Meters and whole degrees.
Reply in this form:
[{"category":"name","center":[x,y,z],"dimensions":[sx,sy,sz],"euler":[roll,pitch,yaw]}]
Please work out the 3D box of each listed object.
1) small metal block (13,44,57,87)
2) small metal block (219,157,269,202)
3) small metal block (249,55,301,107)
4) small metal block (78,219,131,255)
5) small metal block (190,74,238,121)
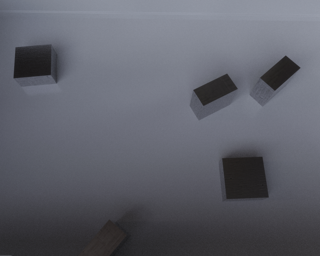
[{"category":"small metal block","center":[-0.176,-0.089,0.441],"dimensions":[0.050,0.025,0.050],"euler":[-6,70,-2]},{"category":"small metal block","center":[0.103,0.064,0.387],"dimensions":[0.050,0.025,0.050],"euler":[-2,70,-1]},{"category":"small metal block","center":[0.154,-0.062,0.420],"dimensions":[0.050,0.050,0.025],"euler":[-40,75,-13]},{"category":"small metal block","center":[-0.061,0.132,0.347],"dimensions":[0.025,0.050,0.050],"euler":[38,74,12]},{"category":"small metal block","center":[0.070,-0.040,0.411],"dimensions":[0.050,0.050,0.025],"euler":[-27,72,-9]}]
